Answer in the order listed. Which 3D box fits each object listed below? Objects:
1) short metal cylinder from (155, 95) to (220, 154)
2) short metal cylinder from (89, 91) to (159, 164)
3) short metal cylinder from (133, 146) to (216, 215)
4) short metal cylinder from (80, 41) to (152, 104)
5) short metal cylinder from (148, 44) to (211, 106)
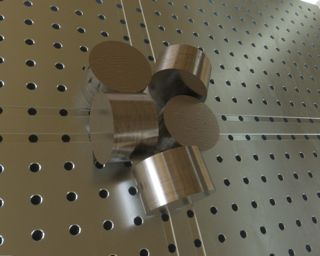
[{"bbox_3d":[0.030,0.004,0.405,0.081,0.050,0.080,14,56,-21],"label":"short metal cylinder"},{"bbox_3d":[-0.043,-0.001,0.351,0.050,0.080,0.080,-2,63,-30],"label":"short metal cylinder"},{"bbox_3d":[0.015,0.059,0.344,0.081,0.080,0.050,-7,66,-31],"label":"short metal cylinder"},{"bbox_3d":[-0.057,-0.065,0.400,0.081,0.050,0.080,13,57,-20],"label":"short metal cylinder"},{"bbox_3d":[0.028,-0.068,0.429,0.080,0.080,0.050,25,52,-13],"label":"short metal cylinder"}]
